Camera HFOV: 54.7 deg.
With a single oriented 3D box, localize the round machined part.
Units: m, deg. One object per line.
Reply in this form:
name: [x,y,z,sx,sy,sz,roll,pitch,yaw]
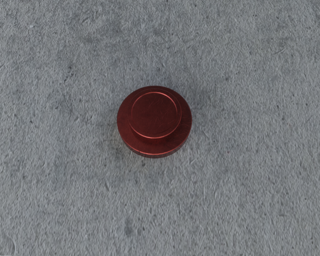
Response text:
round machined part: [-0.007,-0.012,0.404,0.099,0.042,0.098,0,70,-1]
